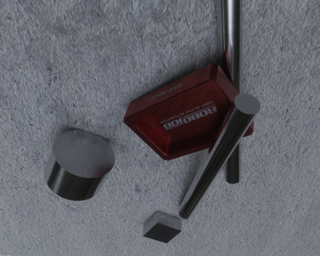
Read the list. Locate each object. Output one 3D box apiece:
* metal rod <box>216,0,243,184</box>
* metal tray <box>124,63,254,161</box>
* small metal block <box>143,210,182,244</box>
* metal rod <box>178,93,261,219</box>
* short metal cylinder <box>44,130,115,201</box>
[{"bbox_3d":[0.087,-0.037,0.376,0.025,0.025,0.298,-7,130,6],"label":"metal rod"},{"bbox_3d":[0.033,-0.012,0.372,0.130,0.030,0.090,-22,127,34],"label":"metal tray"},{"bbox_3d":[0.004,0.180,0.560,0.050,0.025,0.050,24,126,-20],"label":"small metal block"},{"bbox_3d":[0.062,0.061,0.409,0.025,0.025,0.298,6,145,-5],"label":"metal rod"},{"bbox_3d":[-0.107,0.049,0.411,0.080,0.080,0.050,19,127,-16],"label":"short metal cylinder"}]
